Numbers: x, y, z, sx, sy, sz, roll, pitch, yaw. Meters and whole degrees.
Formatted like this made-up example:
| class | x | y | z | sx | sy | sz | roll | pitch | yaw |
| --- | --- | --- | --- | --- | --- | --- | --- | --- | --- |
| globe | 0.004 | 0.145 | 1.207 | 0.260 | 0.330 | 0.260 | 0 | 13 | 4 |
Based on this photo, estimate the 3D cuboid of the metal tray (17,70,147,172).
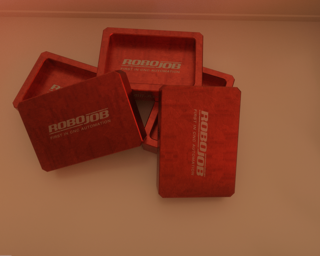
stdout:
| class | x | y | z | sx | sy | sz | roll | pitch | yaw |
| --- | --- | --- | --- | --- | --- | --- | --- | --- | --- |
| metal tray | -0.092 | -0.008 | 0.371 | 0.130 | 0.030 | 0.089 | -16 | 100 | 10 |

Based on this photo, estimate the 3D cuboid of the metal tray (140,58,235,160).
| class | x | y | z | sx | sy | sz | roll | pitch | yaw |
| --- | --- | --- | --- | --- | --- | --- | --- | --- | --- |
| metal tray | 0.038 | -0.021 | 0.413 | 0.090 | 0.030 | 0.130 | 18 | 71 | 6 |

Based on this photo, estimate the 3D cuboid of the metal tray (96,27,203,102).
| class | x | y | z | sx | sy | sz | roll | pitch | yaw |
| --- | --- | --- | --- | --- | --- | --- | --- | --- | --- |
| metal tray | -0.011 | -0.082 | 0.403 | 0.131 | 0.030 | 0.090 | 3 | 70 | 1 |

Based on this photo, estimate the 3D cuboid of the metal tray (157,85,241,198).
| class | x | y | z | sx | sy | sz | roll | pitch | yaw |
| --- | --- | --- | --- | --- | --- | --- | --- | --- | --- |
| metal tray | 0.044 | 0.015 | 0.366 | 0.091 | 0.030 | 0.129 | 1 | 98 | -6 |

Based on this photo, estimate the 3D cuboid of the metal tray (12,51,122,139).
| class | x | y | z | sx | sy | sz | roll | pitch | yaw |
| --- | --- | --- | --- | --- | --- | --- | --- | --- | --- |
| metal tray | -0.115 | -0.043 | 0.418 | 0.131 | 0.030 | 0.090 | 19 | 71 | 6 |
